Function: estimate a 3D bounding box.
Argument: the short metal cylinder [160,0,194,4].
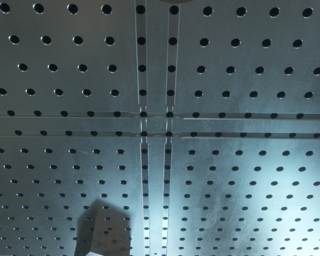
[{"bbox_3d":[0.014,-0.155,0.263,0.081,0.050,0.079,0,130,0],"label":"short metal cylinder"}]

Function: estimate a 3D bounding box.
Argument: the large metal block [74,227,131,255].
[{"bbox_3d":[-0.114,0.245,0.602,0.080,0.050,0.080,28,125,-22],"label":"large metal block"}]
